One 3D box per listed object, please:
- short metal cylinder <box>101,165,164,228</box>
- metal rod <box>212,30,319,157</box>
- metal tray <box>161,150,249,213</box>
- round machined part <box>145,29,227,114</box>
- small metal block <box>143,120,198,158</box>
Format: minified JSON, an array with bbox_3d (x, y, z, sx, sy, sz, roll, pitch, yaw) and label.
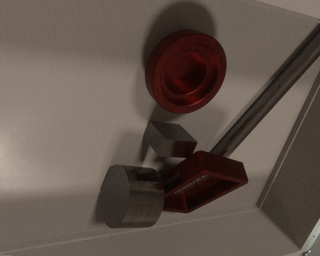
[{"bbox_3d":[-0.038,0.091,0.410,0.050,0.080,0.079,11,113,-34],"label":"short metal cylinder"},{"bbox_3d":[0.156,-0.030,0.477,0.299,0.025,0.025,-49,129,6],"label":"metal rod"},{"bbox_3d":[0.047,0.083,0.444,0.091,0.030,0.129,18,138,-35],"label":"metal tray"},{"bbox_3d":[0.027,-0.069,0.371,0.099,0.042,0.097,-14,125,-21],"label":"round machined part"},{"bbox_3d":[0.013,0.015,0.411,0.050,0.050,0.025,7,115,-32],"label":"small metal block"}]
